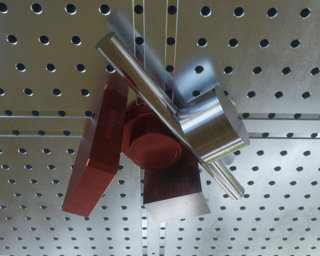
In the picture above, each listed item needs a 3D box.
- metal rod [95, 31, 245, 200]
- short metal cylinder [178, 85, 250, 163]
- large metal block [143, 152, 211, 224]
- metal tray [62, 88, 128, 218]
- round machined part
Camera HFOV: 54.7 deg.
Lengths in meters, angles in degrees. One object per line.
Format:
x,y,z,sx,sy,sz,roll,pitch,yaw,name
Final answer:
0.031,0.005,0.389,0.025,0.025,0.300,-28,125,21,metal rod
0.065,-0.004,0.371,0.050,0.080,0.080,-30,124,22,short metal cylinder
0.024,0.083,0.447,0.080,0.080,0.050,-15,129,12,large metal block
-0.074,0.025,0.364,0.030,0.130,0.089,22,127,-18,metal tray
-0.007,0.019,0.416,0.099,0.042,0.097,-1,130,0,round machined part
